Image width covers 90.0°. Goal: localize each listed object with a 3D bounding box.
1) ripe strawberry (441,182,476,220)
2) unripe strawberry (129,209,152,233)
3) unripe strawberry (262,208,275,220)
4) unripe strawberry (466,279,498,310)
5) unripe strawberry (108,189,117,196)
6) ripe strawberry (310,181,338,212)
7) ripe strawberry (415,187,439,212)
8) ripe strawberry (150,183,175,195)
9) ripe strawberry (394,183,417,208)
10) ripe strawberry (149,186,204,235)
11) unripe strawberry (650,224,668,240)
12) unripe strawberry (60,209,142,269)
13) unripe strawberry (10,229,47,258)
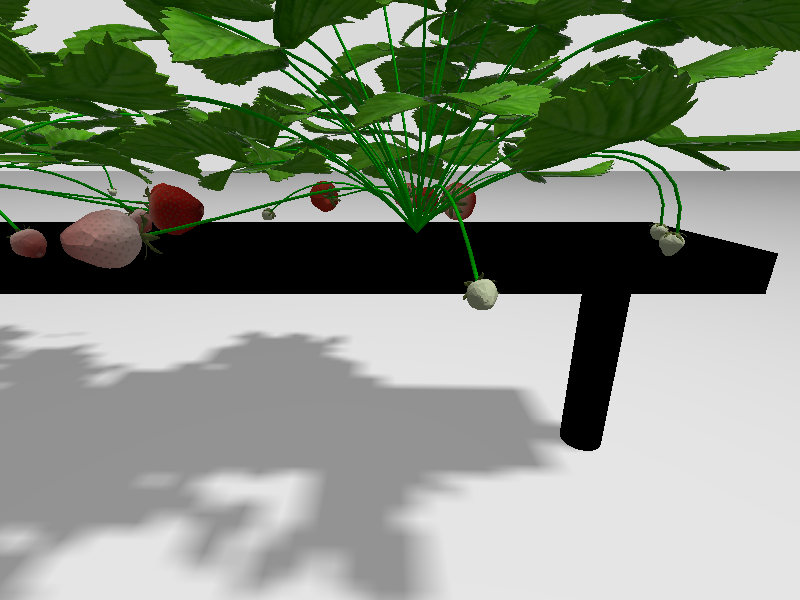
[{"bbox_3d":[0.064,-0.105,0.427,0.037,0.039,0.041,11,21,28],"label":"ripe strawberry"},{"bbox_3d":[-0.221,-0.066,0.341,0.020,0.019,0.018,-29,16,11],"label":"unripe strawberry"},{"bbox_3d":[-0.138,-0.088,0.416,0.013,0.013,0.012,-28,4,31],"label":"unripe strawberry"},{"bbox_3d":[0.034,-0.001,0.166,0.013,0.014,0.014,-2,31,-5],"label":"unripe strawberry"},{"bbox_3d":[-0.409,-0.153,0.571,0.011,0.010,0.010,2,19,6],"label":"unripe strawberry"},{"bbox_3d":[-0.096,-0.129,0.499,0.035,0.037,0.038,-13,22,-32],"label":"ripe strawberry"},{"bbox_3d":[0.032,-0.119,0.479,0.029,0.031,0.031,2,19,7],"label":"ripe strawberry"},{"bbox_3d":[-0.233,-0.100,0.410,0.035,0.037,0.033,-6,20,-18],"label":"ripe strawberry"},{"bbox_3d":[0.008,-0.135,0.521,0.032,0.034,0.035,-1,19,-2],"label":"ripe strawberry"},{"bbox_3d":[-0.190,-0.077,0.345,0.042,0.041,0.039,0,19,0],"label":"ripe strawberry"},{"bbox_3d":[0.188,-0.049,0.292,0.011,0.011,0.011,6,20,18],"label":"unripe strawberry"},{"bbox_3d":[-0.169,-0.034,0.227,0.037,0.032,0.037,-13,23,-32],"label":"unripe strawberry"},{"bbox_3d":[-0.236,-0.035,0.256,0.019,0.019,0.018,42,31,8],"label":"unripe strawberry"}]
